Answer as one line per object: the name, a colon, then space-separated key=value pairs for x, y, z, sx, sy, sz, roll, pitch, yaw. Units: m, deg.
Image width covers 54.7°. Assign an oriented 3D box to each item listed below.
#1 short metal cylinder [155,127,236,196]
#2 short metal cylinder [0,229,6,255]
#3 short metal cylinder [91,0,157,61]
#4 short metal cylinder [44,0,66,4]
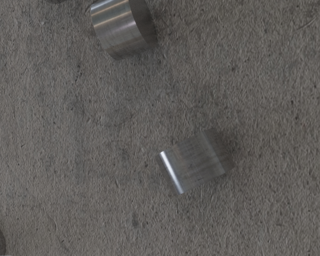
short metal cylinder: x=0.041 y=0.040 z=0.365 sx=0.080 sy=0.080 sz=0.050 roll=-29 pitch=81 yaw=18
short metal cylinder: x=-0.301 y=0.197 z=0.502 sx=0.080 sy=0.050 sz=0.080 roll=0 pitch=90 yaw=20
short metal cylinder: x=-0.043 y=-0.133 z=0.395 sx=0.050 sy=0.080 sz=0.080 roll=-15 pitch=85 yaw=19
short metal cylinder: x=-0.167 y=-0.232 z=0.455 sx=0.080 sy=0.050 sz=0.080 roll=0 pitch=90 yaw=20
